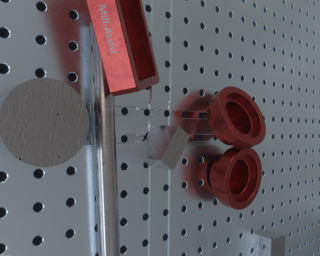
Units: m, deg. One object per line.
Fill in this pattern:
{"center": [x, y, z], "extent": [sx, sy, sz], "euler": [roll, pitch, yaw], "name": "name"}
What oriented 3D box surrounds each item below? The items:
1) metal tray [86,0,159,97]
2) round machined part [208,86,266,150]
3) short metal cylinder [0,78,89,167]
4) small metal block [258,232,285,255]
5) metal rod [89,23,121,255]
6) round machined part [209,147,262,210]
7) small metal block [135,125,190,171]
{"center": [-0.039, -0.106, 0.342], "extent": [0.090, 0.030, 0.129], "euler": [-45, 123, -70], "name": "metal tray"}
{"center": [0.113, -0.012, 0.477], "extent": [0.099, 0.042, 0.098], "euler": [19, 54, -29], "name": "round machined part"}
{"center": [-0.116, -0.005, 0.295], "extent": [0.081, 0.050, 0.080], "euler": [0, 90, -40], "name": "short metal cylinder"}
{"center": [0.213, 0.229, 0.588], "extent": [0.050, 0.025, 0.050], "euler": [6, 86, -40], "name": "small metal block"}
{"center": [-0.063, 0.031, 0.356], "extent": [0.025, 0.025, 0.298], "euler": [-4, 92, -40], "name": "metal rod"}
{"center": [0.117, 0.076, 0.493], "extent": [0.099, 0.042, 0.097], "euler": [-5, 98, -41], "name": "round machined part"}
{"center": [0.003, 0.024, 0.396], "extent": [0.025, 0.050, 0.050], "euler": [43, 64, -32], "name": "small metal block"}
